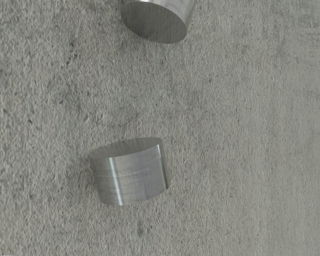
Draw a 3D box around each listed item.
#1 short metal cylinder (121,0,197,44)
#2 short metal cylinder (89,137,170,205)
[{"bbox_3d":[0.000,-0.144,0.368,0.080,0.080,0.050,27,73,-37],"label":"short metal cylinder"},{"bbox_3d":[-0.033,0.045,0.342,0.081,0.080,0.050,-18,102,-39],"label":"short metal cylinder"}]
